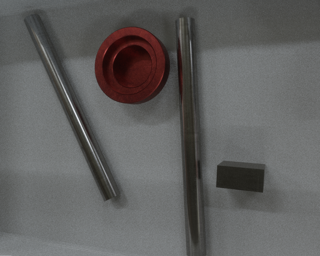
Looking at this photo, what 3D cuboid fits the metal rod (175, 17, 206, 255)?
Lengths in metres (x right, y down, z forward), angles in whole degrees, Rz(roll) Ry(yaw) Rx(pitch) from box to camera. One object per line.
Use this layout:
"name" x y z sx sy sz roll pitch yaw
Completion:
"metal rod" 0.039 0.011 0.396 0.025 0.025 0.298 -3 89 19

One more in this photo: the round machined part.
"round machined part" -0.033 -0.080 0.412 0.098 0.042 0.097 0 90 19

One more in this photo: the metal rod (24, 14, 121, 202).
"metal rod" -0.132 -0.035 0.455 0.025 0.025 0.299 -29 81 17

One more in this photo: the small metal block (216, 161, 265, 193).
"small metal block" 0.096 0.055 0.363 0.050 0.050 0.025 3 91 19
